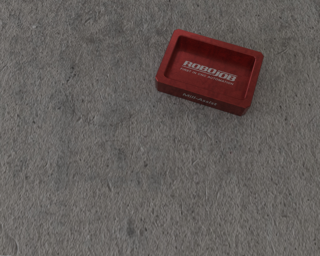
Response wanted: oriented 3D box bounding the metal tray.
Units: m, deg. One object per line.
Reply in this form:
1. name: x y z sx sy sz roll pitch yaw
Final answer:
1. metal tray: 0.069 -0.079 0.434 0.130 0.030 0.090 18 71 6
